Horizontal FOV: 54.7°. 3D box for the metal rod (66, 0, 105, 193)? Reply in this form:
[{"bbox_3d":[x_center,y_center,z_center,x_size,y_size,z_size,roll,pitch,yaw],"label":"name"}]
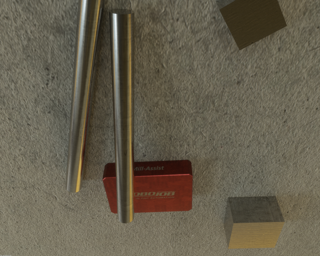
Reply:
[{"bbox_3d":[-0.099,-0.020,0.388,0.025,0.025,0.298,10,130,-9],"label":"metal rod"}]

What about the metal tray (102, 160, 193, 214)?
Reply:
[{"bbox_3d":[-0.016,0.093,0.483,0.131,0.030,0.089,-3,130,1],"label":"metal tray"}]

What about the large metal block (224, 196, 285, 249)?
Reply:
[{"bbox_3d":[0.158,0.163,0.532,0.081,0.050,0.079,-2,130,1],"label":"large metal block"}]

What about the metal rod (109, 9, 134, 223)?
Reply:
[{"bbox_3d":[-0.045,0.009,0.388,0.025,0.025,0.298,2,123,-2],"label":"metal rod"}]

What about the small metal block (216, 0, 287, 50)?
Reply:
[{"bbox_3d":[0.091,-0.115,0.311,0.050,0.025,0.050,-26,126,20],"label":"small metal block"}]
